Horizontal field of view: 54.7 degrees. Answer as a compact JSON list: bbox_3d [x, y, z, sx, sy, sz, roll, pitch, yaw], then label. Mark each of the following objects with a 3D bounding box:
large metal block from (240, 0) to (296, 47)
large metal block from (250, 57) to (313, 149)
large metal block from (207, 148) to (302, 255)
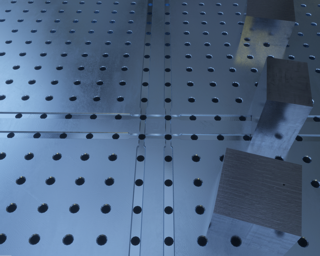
[{"bbox_3d":[0.192,-0.195,0.558,0.080,0.050,0.080,10,51,8],"label":"large metal block"},{"bbox_3d":[0.153,-0.032,0.401,0.050,0.080,0.080,10,51,8],"label":"large metal block"},{"bbox_3d":[0.100,0.076,0.329,0.080,0.050,0.080,13,51,10],"label":"large metal block"}]
